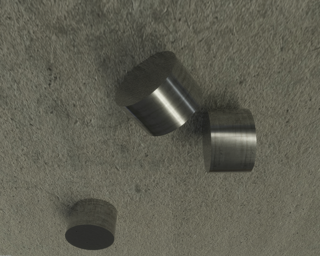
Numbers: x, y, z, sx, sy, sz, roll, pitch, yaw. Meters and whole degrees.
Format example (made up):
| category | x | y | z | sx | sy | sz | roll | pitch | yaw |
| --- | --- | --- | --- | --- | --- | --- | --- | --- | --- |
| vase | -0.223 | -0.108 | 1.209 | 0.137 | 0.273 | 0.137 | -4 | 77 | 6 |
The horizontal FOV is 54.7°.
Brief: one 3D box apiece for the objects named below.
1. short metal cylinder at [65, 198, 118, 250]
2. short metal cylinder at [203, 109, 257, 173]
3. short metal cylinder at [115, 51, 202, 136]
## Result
| category | x | y | z | sx | sy | sz | roll | pitch | yaw |
| --- | --- | --- | --- | --- | --- | --- | --- | --- | --- |
| short metal cylinder | -0.116 | 0.166 | 0.531 | 0.081 | 0.050 | 0.079 | 0 | 130 | 0 |
| short metal cylinder | 0.083 | 0.016 | 0.385 | 0.050 | 0.080 | 0.079 | -1 | 130 | 1 |
| short metal cylinder | -0.002 | -0.038 | 0.339 | 0.080 | 0.080 | 0.050 | -29 | 125 | 22 |
